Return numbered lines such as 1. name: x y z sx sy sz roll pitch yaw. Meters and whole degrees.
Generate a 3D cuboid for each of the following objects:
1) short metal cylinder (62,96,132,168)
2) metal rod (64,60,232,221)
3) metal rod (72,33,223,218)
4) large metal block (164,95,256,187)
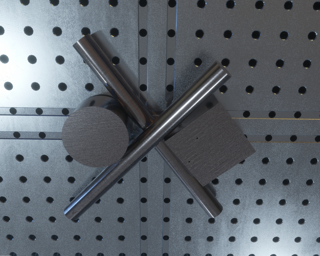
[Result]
1. short metal cylinder: -0.078 0.004 0.397 0.081 0.050 0.079 0 110 0
2. metal rod: -0.030 0.030 0.398 0.025 0.025 0.299 41 113 -14
3. metal rod: -0.006 0.008 0.412 0.025 0.025 0.300 -34 107 11
4. large metal block: 0.062 0.014 0.401 0.080 0.050 0.080 -37 106 12
